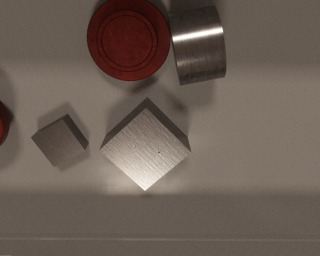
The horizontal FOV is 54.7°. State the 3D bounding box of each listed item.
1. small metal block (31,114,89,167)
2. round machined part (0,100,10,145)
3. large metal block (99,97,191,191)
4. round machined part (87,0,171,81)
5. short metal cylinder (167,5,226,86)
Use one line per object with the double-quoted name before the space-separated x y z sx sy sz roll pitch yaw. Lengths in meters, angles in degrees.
"small metal block" -0.133 0.017 0.416 0.050 0.025 0.050 -28 108 9
"round machined part" -0.242 -0.010 0.393 0.099 0.042 0.097 -2 109 -4
"large metal block" -0.018 0.020 0.405 0.080 0.050 0.080 -42 105 13
"round machined part" -0.037 -0.103 0.364 0.099 0.042 0.097 0 110 -1
"short metal cylinder" 0.040 -0.092 0.349 0.050 0.080 0.079 -10 110 3
